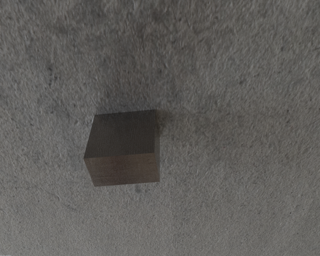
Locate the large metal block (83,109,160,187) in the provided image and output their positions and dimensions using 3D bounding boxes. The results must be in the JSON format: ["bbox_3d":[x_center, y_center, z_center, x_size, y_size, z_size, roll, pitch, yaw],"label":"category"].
[{"bbox_3d":[-0.043,0.024,0.391,0.080,0.080,0.050,-5,130,4],"label":"large metal block"}]
